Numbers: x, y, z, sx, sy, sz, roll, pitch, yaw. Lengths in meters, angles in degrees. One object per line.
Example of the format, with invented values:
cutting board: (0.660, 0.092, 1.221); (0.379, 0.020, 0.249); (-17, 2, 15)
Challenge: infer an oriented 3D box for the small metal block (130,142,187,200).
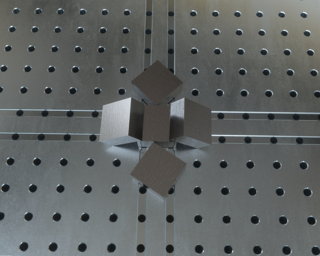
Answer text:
small metal block: (-0.002, 0.054, 0.391); (0.050, 0.025, 0.050); (32, 74, 12)

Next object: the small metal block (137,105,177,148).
small metal block: (-0.003, -0.002, 0.412); (0.050, 0.025, 0.050); (1, 69, 0)

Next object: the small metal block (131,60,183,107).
small metal block: (-0.004, -0.058, 0.433); (0.050, 0.025, 0.050); (-42, 75, -14)

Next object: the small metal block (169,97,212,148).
small metal block: (0.040, -0.005, 0.399); (0.050, 0.025, 0.050); (19, 65, -37)

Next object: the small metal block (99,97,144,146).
small metal block: (-0.049, -0.007, 0.401); (0.050, 0.025, 0.050); (-12, 67, 35)
